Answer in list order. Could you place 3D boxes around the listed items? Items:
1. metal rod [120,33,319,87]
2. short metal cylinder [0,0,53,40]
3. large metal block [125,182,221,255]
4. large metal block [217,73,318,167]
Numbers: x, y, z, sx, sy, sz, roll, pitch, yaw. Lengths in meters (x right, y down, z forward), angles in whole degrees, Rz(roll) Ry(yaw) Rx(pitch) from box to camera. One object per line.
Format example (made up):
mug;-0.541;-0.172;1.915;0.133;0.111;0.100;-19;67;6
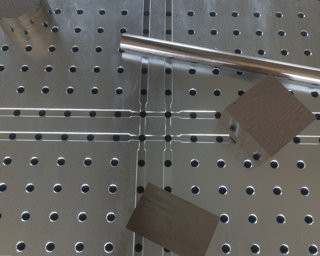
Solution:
metal rod;0.093;-0.098;0.448;0.302;0.025;0.025;11;70;3
short metal cylinder;-0.208;-0.180;0.462;0.081;0.050;0.080;0;70;0
large metal block;0.013;0.107;0.344;0.080;0.080;0.050;25;72;8
large metal block;0.136;-0.010;0.404;0.080;0.050;0.080;-37;75;-13
